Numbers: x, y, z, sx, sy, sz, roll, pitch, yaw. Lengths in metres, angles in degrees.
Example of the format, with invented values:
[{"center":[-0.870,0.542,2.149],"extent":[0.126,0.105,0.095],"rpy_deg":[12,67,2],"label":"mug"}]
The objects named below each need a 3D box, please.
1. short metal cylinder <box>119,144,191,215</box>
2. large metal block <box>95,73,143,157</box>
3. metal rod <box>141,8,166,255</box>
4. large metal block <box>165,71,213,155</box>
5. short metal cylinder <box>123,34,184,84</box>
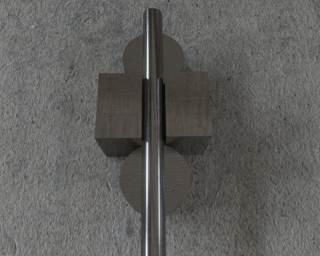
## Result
[{"center":[-0.006,0.065,0.373],"extent":[0.081,0.050,0.080],"rpy_deg":[0,69,0],"label":"short metal cylinder"},{"center":[-0.046,-0.013,0.384],"extent":[0.050,0.080,0.080],"rpy_deg":[-1,70,0],"label":"large metal block"},{"center":[-0.008,-0.010,0.359],"extent":[0.025,0.025,0.299],"rpy_deg":[-1,70,0],"label":"metal rod"},{"center":[0.031,-0.015,0.386],"extent":[0.050,0.080,0.080],"rpy_deg":[-1,70,0],"label":"large metal block"},{"center":[-0.008,-0.082,0.426],"extent":[0.081,0.050,0.080],"rpy_deg":[0,69,0],"label":"short metal cylinder"}]
